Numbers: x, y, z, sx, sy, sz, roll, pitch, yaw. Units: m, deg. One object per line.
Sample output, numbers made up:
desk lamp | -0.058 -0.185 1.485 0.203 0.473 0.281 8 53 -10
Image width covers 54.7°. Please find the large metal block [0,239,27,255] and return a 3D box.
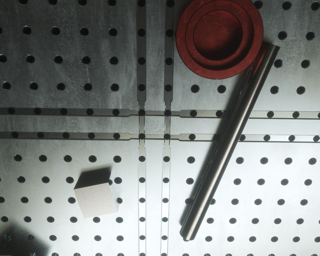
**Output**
large metal block | -0.247 0.237 0.484 0.080 0.050 0.080 43 104 -15

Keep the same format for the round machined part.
round machined part | 0.066 -0.109 0.365 0.099 0.042 0.097 0 110 -1

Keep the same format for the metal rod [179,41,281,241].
metal rod | 0.088 0.030 0.425 0.025 0.025 0.298 17 109 -7

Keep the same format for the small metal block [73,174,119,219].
small metal block | -0.090 0.099 0.449 0.050 0.025 0.050 -12 110 4
